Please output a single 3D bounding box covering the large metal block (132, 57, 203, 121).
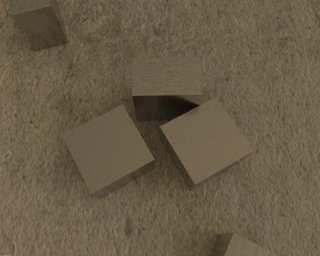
[{"bbox_3d":[0.008,-0.047,0.396,0.081,0.080,0.050,-1,70,-1],"label":"large metal block"}]

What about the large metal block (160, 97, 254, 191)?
[{"bbox_3d":[0.054,0.021,0.388,0.080,0.050,0.080,-28,73,-10],"label":"large metal block"}]

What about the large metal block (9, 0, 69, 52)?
[{"bbox_3d":[-0.173,-0.170,0.439,0.050,0.080,0.080,-17,71,-6],"label":"large metal block"}]

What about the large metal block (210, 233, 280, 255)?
[{"bbox_3d":[0.096,0.153,0.324,0.080,0.080,0.050,25,72,8],"label":"large metal block"}]

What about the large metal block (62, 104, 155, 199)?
[{"bbox_3d":[-0.061,0.030,0.383,0.080,0.050,0.080,-28,73,-10],"label":"large metal block"}]
